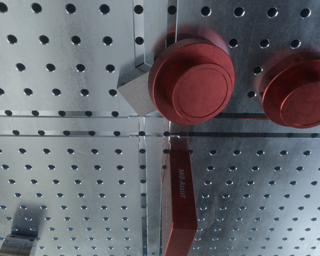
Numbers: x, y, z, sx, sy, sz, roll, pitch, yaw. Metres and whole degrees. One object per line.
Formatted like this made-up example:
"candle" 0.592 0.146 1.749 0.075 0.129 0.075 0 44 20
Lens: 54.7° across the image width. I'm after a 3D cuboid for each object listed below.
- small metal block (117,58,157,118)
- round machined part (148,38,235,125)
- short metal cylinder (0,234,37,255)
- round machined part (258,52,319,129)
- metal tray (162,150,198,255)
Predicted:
"small metal block" -0.016 -0.047 0.372 0.050 0.025 0.050 -25 126 19
"round machined part" 0.040 -0.046 0.343 0.099 0.042 0.097 -9 121 -15
"short metal cylinder" -0.267 0.242 0.578 0.050 0.080 0.079 12 129 -10
"round machined part" 0.173 -0.037 0.372 0.099 0.042 0.097 -1 130 0
"metal tray" 0.023 0.105 0.433 0.030 0.130 0.089 6 130 -5
